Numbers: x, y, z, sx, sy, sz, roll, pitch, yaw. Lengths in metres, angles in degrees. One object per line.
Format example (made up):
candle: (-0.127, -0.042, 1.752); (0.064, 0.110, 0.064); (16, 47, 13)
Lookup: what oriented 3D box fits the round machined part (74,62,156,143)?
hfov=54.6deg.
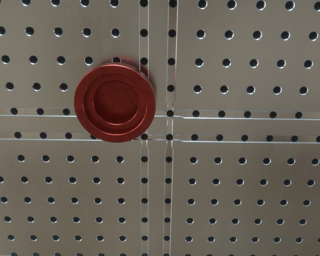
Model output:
round machined part: (-0.054, -0.034, 0.391); (0.099, 0.042, 0.097); (0, 110, 0)
